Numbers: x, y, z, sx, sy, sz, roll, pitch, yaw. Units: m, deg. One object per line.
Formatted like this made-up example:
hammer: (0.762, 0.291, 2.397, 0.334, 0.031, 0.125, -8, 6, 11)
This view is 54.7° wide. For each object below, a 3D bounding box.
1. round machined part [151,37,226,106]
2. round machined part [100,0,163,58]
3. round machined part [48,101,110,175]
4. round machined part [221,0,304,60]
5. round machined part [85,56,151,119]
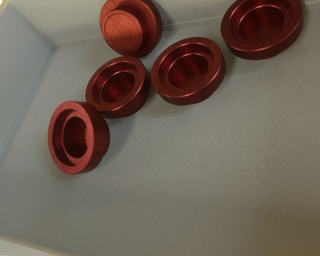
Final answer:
round machined part: (0.040, -0.071, 0.416, 0.098, 0.042, 0.098, -13, 56, 20)
round machined part: (-0.049, -0.151, 0.471, 0.098, 0.097, 0.042, -2, 33, 26)
round machined part: (-0.107, 0.013, 0.424, 0.098, 0.042, 0.097, 1, 91, 37)
round machined part: (0.132, -0.128, 0.400, 0.098, 0.042, 0.098, -13, 61, 24)
round machined part: (-0.057, -0.055, 0.457, 0.098, 0.042, 0.098, -13, 56, 20)
